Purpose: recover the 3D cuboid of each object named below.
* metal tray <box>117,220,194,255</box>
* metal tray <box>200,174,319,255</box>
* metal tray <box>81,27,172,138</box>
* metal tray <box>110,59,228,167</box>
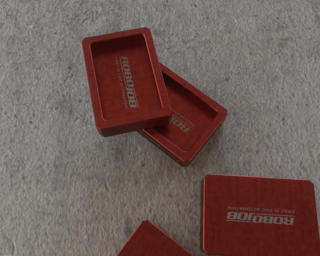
[{"bbox_3d":[0.008,0.177,0.341,0.130,0.030,0.090,35,73,11],"label":"metal tray"},{"bbox_3d":[0.115,0.105,0.368,0.131,0.030,0.090,3,70,1],"label":"metal tray"},{"bbox_3d":[-0.043,-0.061,0.394,0.091,0.030,0.130,-12,71,-5],"label":"metal tray"},{"bbox_3d":[0.011,-0.022,0.413,0.130,0.030,0.090,38,74,12],"label":"metal tray"}]
